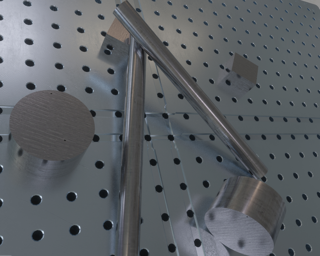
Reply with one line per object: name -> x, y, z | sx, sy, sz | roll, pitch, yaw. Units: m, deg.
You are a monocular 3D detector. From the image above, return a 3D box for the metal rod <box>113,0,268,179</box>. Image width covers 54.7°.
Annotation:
metal rod -> 0.047, -0.045, 0.423 | 0.300, 0.025, 0.025 | 48, 50, -9

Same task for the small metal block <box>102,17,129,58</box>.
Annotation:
small metal block -> -0.052, -0.135, 0.462 | 0.050, 0.025, 0.050 | 26, 53, -12

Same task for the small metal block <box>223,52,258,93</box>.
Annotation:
small metal block -> 0.142, -0.098, 0.544 | 0.050, 0.025, 0.050 | 28, 52, -11

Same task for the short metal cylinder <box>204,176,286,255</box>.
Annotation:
short metal cylinder -> 0.100, 0.103, 0.364 | 0.080, 0.080, 0.050 | 41, 51, 0

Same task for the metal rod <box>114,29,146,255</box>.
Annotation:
metal rod -> -0.032, -0.005, 0.376 | 0.025, 0.025, 0.299 | 12, 62, -22

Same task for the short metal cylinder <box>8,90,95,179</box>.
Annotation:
short metal cylinder -> -0.115, 0.007, 0.326 | 0.081, 0.050, 0.080 | 14, 56, -21
